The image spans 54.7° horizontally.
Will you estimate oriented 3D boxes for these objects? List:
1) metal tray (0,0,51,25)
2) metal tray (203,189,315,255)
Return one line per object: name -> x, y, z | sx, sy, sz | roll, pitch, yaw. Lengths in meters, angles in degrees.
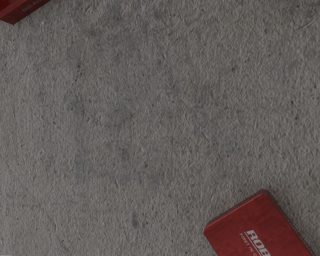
metal tray -> -0.208, -0.232, 0.479 | 0.130, 0.030, 0.090 | -23, 82, 18
metal tray -> 0.125, 0.150, 0.362 | 0.090, 0.030, 0.130 | -37, 78, 16
